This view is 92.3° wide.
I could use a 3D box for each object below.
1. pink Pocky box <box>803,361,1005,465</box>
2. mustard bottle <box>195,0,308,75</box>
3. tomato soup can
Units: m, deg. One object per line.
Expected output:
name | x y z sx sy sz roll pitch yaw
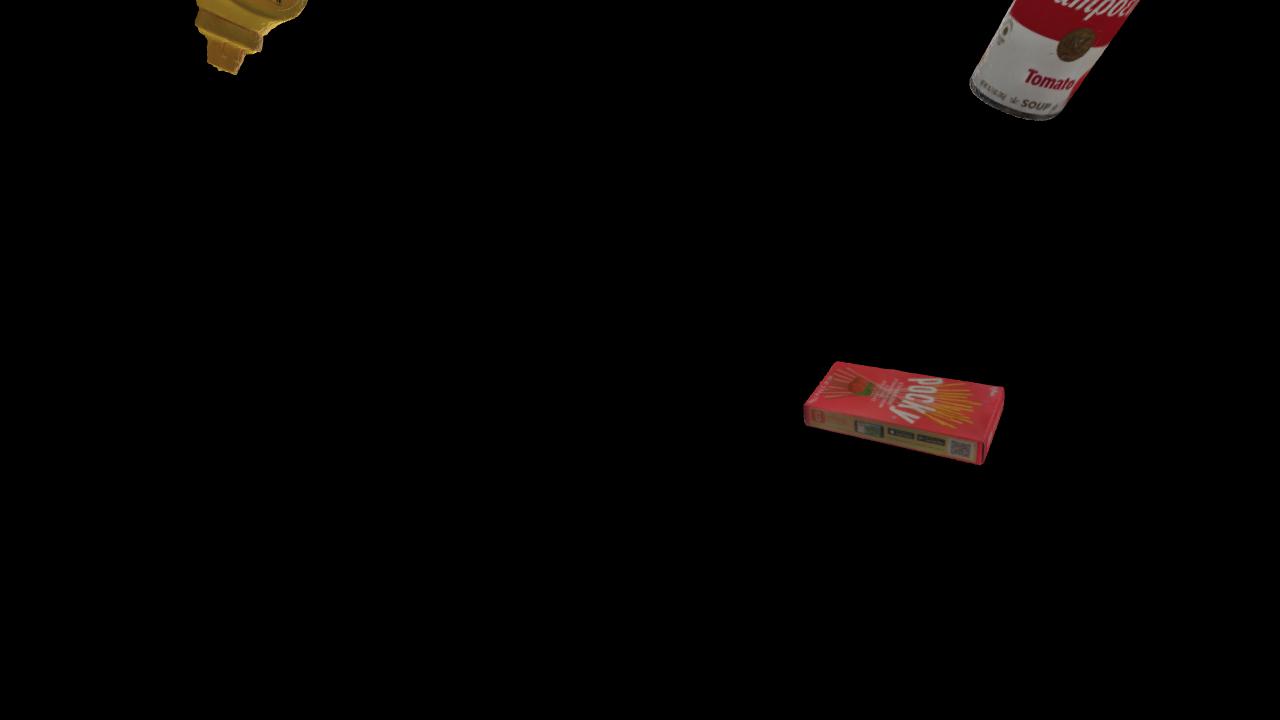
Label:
pink Pocky box | 0.239 0.043 0.563 0.155 0.029 0.084 11 38 36
mustard bottle | -0.280 -0.299 0.440 0.054 0.184 0.092 27 14 20
tomato soup can | 0.275 -0.220 0.405 0.068 0.068 0.101 0 -38 -10
